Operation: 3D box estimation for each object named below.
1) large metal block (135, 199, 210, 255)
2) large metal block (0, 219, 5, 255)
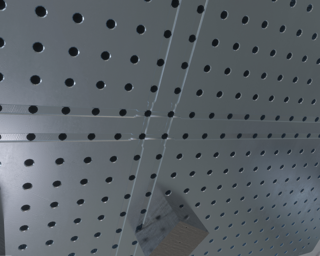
[{"bbox_3d":[0.020,0.175,0.513,0.080,0.050,0.080,35,99,-39],"label":"large metal block"},{"bbox_3d":[-0.216,0.123,0.333,0.050,0.080,0.080,-32,129,-8],"label":"large metal block"}]
